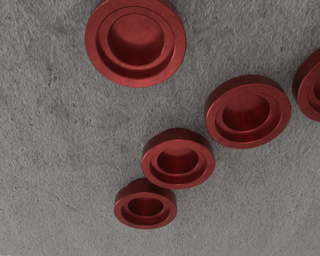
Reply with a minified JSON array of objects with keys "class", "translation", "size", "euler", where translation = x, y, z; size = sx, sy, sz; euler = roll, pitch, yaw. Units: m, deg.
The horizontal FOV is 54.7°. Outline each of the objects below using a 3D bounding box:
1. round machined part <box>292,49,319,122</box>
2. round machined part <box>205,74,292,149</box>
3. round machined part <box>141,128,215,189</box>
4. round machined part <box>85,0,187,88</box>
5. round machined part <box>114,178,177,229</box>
[{"class":"round machined part","translation":[0.199,-0.056,0.350],"size":[0.099,0.042,0.097],"euler":[0,130,0]},{"class":"round machined part","translation":[0.103,-0.023,0.377],"size":[0.099,0.042,0.097],"euler":[0,130,0]},{"class":"round machined part","translation":[0.024,0.038,0.429],"size":[0.099,0.042,0.097],"euler":[0,130,0]},{"class":"round machined part","translation":[-0.023,-0.093,0.316],"size":[0.099,0.042,0.097],"euler":[0,130,0]},{"class":"round machined part","translation":[-0.023,0.117,0.495],"size":[0.099,0.042,0.097],"euler":[0,130,0]}]
